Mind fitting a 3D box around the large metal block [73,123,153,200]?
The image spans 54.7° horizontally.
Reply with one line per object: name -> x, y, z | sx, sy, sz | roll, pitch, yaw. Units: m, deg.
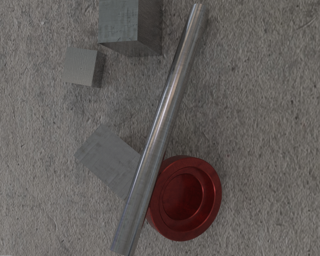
large metal block -> -0.049, 0.047, 0.391 | 0.080, 0.080, 0.050 | 38, 83, 16

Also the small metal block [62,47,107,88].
small metal block -> -0.110, -0.087, 0.448 | 0.050, 0.025, 0.050 | 12, 94, 19

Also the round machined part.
round machined part -> 0.023, 0.081, 0.373 | 0.042, 0.099, 0.097 | 7, 93, 62

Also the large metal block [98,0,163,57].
large metal block -> -0.034, -0.139, 0.392 | 0.050, 0.080, 0.079 | 2, 91, 20

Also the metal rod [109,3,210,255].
metal rod -> 0.006, -0.013, 0.349 | 0.025, 0.025, 0.299 | 12, 72, 19
